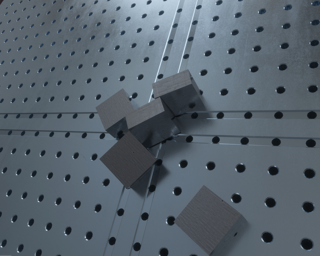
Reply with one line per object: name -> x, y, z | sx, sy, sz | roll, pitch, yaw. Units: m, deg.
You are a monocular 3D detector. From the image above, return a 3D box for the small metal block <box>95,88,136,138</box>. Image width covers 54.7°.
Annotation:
small metal block -> -0.060, -0.022, 0.451 | 0.050, 0.025, 0.050 | -35, 52, 5

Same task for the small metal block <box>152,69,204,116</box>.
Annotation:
small metal block -> 0.024, -0.044, 0.405 | 0.050, 0.050, 0.025 | -20, 54, 16

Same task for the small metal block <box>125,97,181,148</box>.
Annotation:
small metal block -> -0.009, -0.006, 0.398 | 0.050, 0.050, 0.025 | -27, 49, 11

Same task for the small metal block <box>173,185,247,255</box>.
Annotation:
small metal block -> 0.052, 0.097, 0.321 | 0.050, 0.025, 0.050 | -49, 52, -7

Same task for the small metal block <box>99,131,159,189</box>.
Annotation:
small metal block -> -0.038, 0.040, 0.388 | 0.050, 0.025, 0.050 | -44, 81, -2
